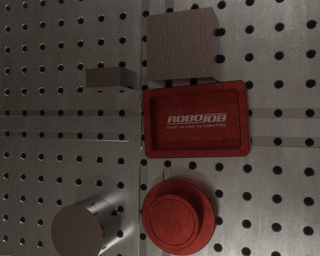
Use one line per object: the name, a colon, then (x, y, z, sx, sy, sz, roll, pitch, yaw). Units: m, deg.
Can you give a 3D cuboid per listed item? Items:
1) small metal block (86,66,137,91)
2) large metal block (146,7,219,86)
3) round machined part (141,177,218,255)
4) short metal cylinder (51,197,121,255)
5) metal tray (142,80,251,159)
small metal block: (-0.065, -0.065, 0.421, 0.050, 0.050, 0.025, 0, 90, 19)
large metal block: (0.030, -0.098, 0.388, 0.080, 0.050, 0.079, -1, 90, 19)
round machined part: (0.021, 0.115, 0.395, 0.098, 0.042, 0.097, 0, 90, 19)
short metal cylinder: (-0.103, 0.142, 0.434, 0.080, 0.050, 0.079, 0, 90, 19)
metal tray: (0.045, -0.008, 0.393, 0.130, 0.030, 0.089, -3, 89, 19)
